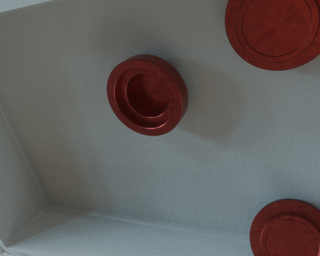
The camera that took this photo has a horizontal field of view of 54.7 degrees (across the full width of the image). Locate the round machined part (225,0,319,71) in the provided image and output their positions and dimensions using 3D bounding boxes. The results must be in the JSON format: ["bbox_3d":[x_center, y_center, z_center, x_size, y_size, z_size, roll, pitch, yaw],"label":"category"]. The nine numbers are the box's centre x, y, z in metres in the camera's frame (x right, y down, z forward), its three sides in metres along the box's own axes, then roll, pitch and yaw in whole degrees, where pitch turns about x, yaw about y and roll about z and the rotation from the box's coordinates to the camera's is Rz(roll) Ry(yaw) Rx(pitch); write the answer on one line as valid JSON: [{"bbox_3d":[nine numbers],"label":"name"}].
[{"bbox_3d":[0.107,-0.098,0.280,0.098,0.042,0.097,13,124,20],"label":"round machined part"}]

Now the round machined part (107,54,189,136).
[{"bbox_3d":[-0.011,-0.042,0.376,0.098,0.042,0.097,13,124,20],"label":"round machined part"}]

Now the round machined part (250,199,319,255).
[{"bbox_3d":[0.157,0.135,0.367,0.098,0.042,0.097,-3,81,23],"label":"round machined part"}]

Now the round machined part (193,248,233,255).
[{"bbox_3d":[0.091,0.247,0.504,0.098,0.042,0.097,13,124,20],"label":"round machined part"}]
